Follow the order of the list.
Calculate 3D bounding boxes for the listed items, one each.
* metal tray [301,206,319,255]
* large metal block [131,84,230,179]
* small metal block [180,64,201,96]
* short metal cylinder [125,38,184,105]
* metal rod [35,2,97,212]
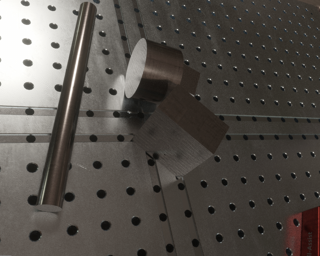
[{"bbox_3d":[0.240,0.185,0.423,0.090,0.030,0.130,31,52,-9],"label":"metal tray"},{"bbox_3d":[0.023,0.007,0.383,0.080,0.080,0.050,40,51,-2],"label":"large metal block"},{"bbox_3d":[0.029,-0.071,0.469,0.050,0.025,0.050,27,52,-12],"label":"small metal block"},{"bbox_3d":[-0.010,-0.073,0.414,0.050,0.080,0.080,12,57,-22],"label":"short metal cylinder"},{"bbox_3d":[-0.107,-0.049,0.380,0.025,0.025,0.299,14,56,-21],"label":"metal rod"}]
